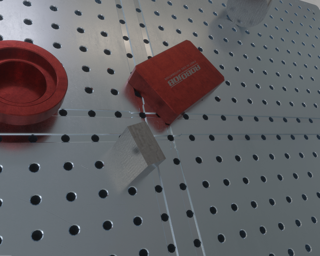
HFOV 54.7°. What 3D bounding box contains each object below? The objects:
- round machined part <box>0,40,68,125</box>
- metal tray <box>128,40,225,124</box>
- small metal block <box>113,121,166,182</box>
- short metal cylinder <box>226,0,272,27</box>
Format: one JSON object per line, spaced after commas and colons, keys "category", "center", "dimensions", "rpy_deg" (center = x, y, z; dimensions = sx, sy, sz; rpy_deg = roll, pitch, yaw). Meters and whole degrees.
{"category": "round machined part", "center": [-0.156, -0.045, 0.341], "dimensions": [0.099, 0.042, 0.098], "rpy_deg": [14, 56, -21]}
{"category": "metal tray", "center": [0.028, -0.073, 0.465], "dimensions": [0.090, 0.030, 0.131], "rpy_deg": [48, 51, 6]}
{"category": "small metal block", "center": [-0.025, 0.028, 0.362], "dimensions": [0.025, 0.050, 0.050], "rpy_deg": [-18, 72, -35]}
{"category": "short metal cylinder", "center": [0.181, -0.252, 0.624], "dimensions": [0.080, 0.080, 0.050], "rpy_deg": [36, 51, -4]}
